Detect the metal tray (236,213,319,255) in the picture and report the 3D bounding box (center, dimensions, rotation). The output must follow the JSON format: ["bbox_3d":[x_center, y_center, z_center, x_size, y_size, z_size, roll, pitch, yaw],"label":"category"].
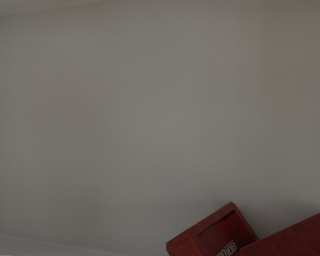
[{"bbox_3d":[0.144,0.139,0.291,0.090,0.131,0.030,50,139,42],"label":"metal tray"}]

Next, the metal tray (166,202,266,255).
[{"bbox_3d":[0.070,0.135,0.323,0.030,0.131,0.090,-42,70,24],"label":"metal tray"}]
